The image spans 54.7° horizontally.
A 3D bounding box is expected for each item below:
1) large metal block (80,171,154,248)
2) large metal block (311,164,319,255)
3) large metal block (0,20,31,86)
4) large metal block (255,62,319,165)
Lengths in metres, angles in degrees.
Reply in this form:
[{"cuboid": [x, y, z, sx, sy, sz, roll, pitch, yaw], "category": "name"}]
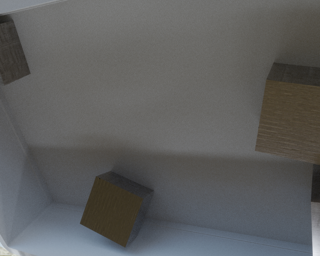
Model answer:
[{"cuboid": [-0.066, 0.123, 0.483, 0.080, 0.050, 0.080, 22, 98, 15], "category": "large metal block"}, {"cuboid": [0.189, 0.085, 0.326, 0.050, 0.080, 0.080, 0, 118, 28], "category": "large metal block"}, {"cuboid": [-0.251, -0.111, 0.456, 0.080, 0.050, 0.079, 7, 122, 24], "category": "large metal block"}, {"cuboid": [0.145, -0.014, 0.307, 0.080, 0.050, 0.079, 12, 124, 21], "category": "large metal block"}]
